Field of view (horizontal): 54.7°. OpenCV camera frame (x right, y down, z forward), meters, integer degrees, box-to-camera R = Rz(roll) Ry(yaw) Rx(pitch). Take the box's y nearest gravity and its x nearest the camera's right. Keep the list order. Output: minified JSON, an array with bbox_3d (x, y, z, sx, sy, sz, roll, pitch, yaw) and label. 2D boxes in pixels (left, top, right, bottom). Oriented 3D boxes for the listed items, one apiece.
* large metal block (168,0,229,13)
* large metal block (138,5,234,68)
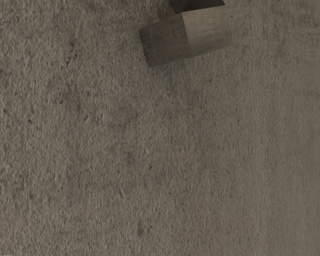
[{"bbox_3d":[0.047,-0.199,0.408,0.080,0.080,0.050,52,60,-28],"label":"large metal block"},{"bbox_3d":[0.033,-0.116,0.396,0.081,0.080,0.050,-25,106,-37],"label":"large metal block"}]
